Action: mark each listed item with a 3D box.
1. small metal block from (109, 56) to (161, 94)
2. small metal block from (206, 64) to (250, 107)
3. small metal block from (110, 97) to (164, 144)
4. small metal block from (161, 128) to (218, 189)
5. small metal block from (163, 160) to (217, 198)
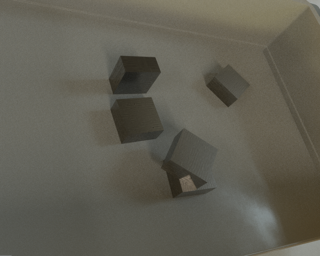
[{"bbox_3d":[-0.034,-0.070,0.413,0.050,0.050,0.025,-5,65,-31],"label":"small metal block"},{"bbox_3d":[0.112,-0.070,0.508,0.050,0.025,0.050,45,51,3],"label":"small metal block"},{"bbox_3d":[-0.030,-0.010,0.396,0.050,0.025,0.050,-7,65,-31],"label":"small metal block"},{"bbox_3d":[0.036,0.037,0.371,0.050,0.025,0.050,32,52,-8],"label":"small metal block"},{"bbox_3d":[0.037,0.058,0.390,0.050,0.025,0.050,-1,62,-29],"label":"small metal block"}]
